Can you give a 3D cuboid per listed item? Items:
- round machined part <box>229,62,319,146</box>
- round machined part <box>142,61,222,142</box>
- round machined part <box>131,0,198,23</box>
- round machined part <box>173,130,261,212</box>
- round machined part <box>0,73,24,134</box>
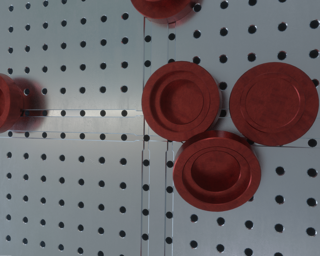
[{"bbox_3d":[0.129,-0.028,0.358,0.098,0.042,0.097,0,90,20],"label":"round machined part"},{"bbox_3d":[0.030,-0.032,0.393,0.098,0.042,0.097,0,90,20],"label":"round machined part"},{"bbox_3d":[0.002,-0.191,0.403,0.098,0.042,0.097,0,90,20],"label":"round machined part"},{"bbox_3d":[0.066,0.047,0.367,0.098,0.042,0.097,2,113,5],"label":"round machined part"},{"bbox_3d":[-0.261,-0.039,0.497,0.098,0.042,0.097,0,90,20],"label":"round machined part"}]
